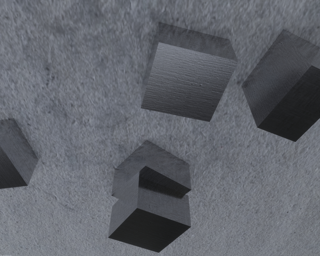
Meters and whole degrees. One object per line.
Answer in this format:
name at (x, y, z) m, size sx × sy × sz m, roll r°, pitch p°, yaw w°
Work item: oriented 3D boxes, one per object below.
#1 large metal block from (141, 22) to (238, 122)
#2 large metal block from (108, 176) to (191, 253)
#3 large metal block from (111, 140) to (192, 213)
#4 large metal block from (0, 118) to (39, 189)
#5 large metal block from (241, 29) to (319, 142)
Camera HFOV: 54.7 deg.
large metal block at (0.028, -0.060, 0.341) m, size 0.081 × 0.050 × 0.079 m, roll 11°, pitch 129°, yaw -10°
large metal block at (-0.015, 0.122, 0.429) m, size 0.080 × 0.050 × 0.080 m, roll 25°, pitch 126°, yaw -20°
large metal block at (-0.013, 0.075, 0.455) m, size 0.080 × 0.050 × 0.080 m, roll 32°, pitch 123°, yaw -24°
large metal block at (-0.227, 0.038, 0.420) m, size 0.080 × 0.050 × 0.080 m, roll -7°, pitch 130°, yaw 5°
large metal block at (0.140, -0.046, 0.334) m, size 0.050 × 0.080 × 0.079 m, roll 19°, pitch 127°, yaw -16°
